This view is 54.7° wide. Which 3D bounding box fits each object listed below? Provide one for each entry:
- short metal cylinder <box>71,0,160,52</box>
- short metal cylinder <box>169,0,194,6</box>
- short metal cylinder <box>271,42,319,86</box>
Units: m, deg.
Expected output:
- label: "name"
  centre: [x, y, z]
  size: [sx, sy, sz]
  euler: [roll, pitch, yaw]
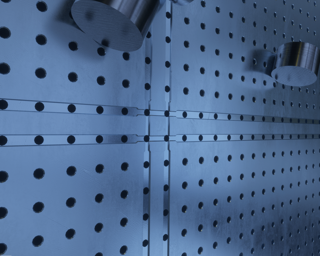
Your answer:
- label: "short metal cylinder"
  centre: [-0.047, -0.127, 0.334]
  size: [0.080, 0.080, 0.050]
  euler: [33, 70, -35]
- label: "short metal cylinder"
  centre: [0.022, -0.204, 0.391]
  size: [0.050, 0.080, 0.080]
  euler: [14, 81, -39]
- label: "short metal cylinder"
  centre: [0.259, -0.120, 0.589]
  size: [0.080, 0.080, 0.050]
  euler: [28, 73, -37]
